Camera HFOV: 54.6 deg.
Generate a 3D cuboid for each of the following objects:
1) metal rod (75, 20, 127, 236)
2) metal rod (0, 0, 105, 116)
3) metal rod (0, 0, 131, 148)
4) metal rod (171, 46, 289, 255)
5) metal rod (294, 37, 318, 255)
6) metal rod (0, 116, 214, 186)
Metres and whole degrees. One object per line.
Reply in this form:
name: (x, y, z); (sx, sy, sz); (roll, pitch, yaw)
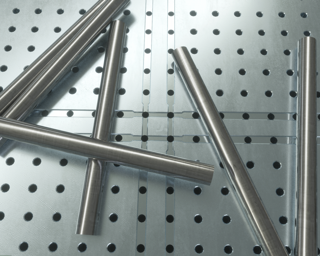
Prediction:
metal rod: (-0.075, -0.014, 0.416); (0.025, 0.025, 0.299); (4, 70, 2)
metal rod: (-0.149, -0.111, 0.451); (0.025, 0.025, 0.300); (36, 74, 12)
metal rod: (-0.137, -0.091, 0.434); (0.025, 0.025, 0.300); (34, 77, 11)
metal rod: (0.082, 0.020, 0.404); (0.025, 0.025, 0.299); (-20, 71, -7)
metal rod: (0.193, 0.011, 0.408); (0.025, 0.025, 0.299); (9, 70, 3)
metal rod: (-0.086, 0.023, 0.375); (0.301, 0.025, 0.025); (13, 71, 4)
